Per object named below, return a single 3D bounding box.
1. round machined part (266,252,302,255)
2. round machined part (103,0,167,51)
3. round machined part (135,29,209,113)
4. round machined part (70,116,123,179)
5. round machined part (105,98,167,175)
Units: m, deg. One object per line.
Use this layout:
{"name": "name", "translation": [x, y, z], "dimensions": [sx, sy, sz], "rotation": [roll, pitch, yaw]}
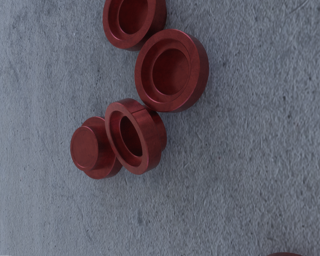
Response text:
{"name": "round machined part", "translation": [0.128, 0.166, 0.288], "dimensions": [0.098, 0.042, 0.097], "rotation": [0, 90, 40]}
{"name": "round machined part", "translation": [-0.029, -0.153, 0.418], "dimensions": [0.098, 0.042, 0.097], "rotation": [0, 90, 40]}
{"name": "round machined part", "translation": [0.018, -0.067, 0.379], "dimensions": [0.098, 0.042, 0.097], "rotation": [0, 90, 40]}
{"name": "round machined part", "translation": [-0.101, 0.031, 0.478], "dimensions": [0.098, 0.042, 0.097], "rotation": [0, 90, 40]}
{"name": "round machined part", "translation": [-0.028, 0.008, 0.402], "dimensions": [0.098, 0.042, 0.097], "rotation": [32, 134, 42]}
